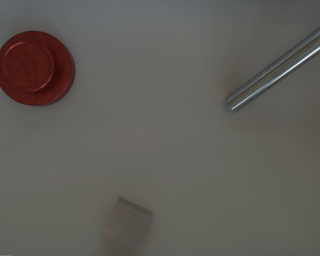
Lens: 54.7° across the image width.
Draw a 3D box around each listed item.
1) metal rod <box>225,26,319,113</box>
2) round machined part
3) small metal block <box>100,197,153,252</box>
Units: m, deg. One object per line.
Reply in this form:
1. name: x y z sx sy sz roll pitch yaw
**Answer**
1. metal rod: 0.200 -0.113 0.346 0.299 0.025 0.025 -38 91 27
2. round machined part: -0.164 -0.078 0.401 0.099 0.042 0.097 0 90 -1
3. small metal block: -0.043 0.127 0.411 0.050 0.025 0.050 26 90 -1
